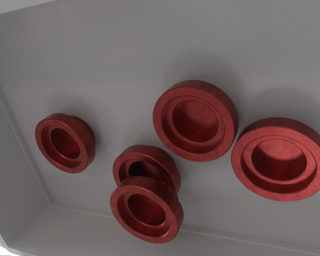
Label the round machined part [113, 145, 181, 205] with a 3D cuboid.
[{"bbox_3d":[-0.015,0.065,0.446,0.098,0.042,0.097,13,124,21],"label":"round machined part"}]

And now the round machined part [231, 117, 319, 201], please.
[{"bbox_3d":[0.134,0.031,0.346,0.098,0.042,0.097,13,124,21],"label":"round machined part"}]

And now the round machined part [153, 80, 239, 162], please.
[{"bbox_3d":[0.045,-0.012,0.367,0.098,0.042,0.097,13,124,21],"label":"round machined part"}]

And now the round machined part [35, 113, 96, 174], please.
[{"bbox_3d":[-0.141,0.020,0.485,0.098,0.042,0.097,13,124,21],"label":"round machined part"}]

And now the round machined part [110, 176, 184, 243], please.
[{"bbox_3d":[-0.014,0.103,0.414,0.098,0.042,0.097,13,124,20],"label":"round machined part"}]
